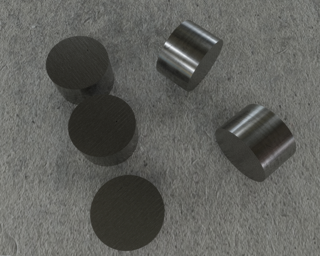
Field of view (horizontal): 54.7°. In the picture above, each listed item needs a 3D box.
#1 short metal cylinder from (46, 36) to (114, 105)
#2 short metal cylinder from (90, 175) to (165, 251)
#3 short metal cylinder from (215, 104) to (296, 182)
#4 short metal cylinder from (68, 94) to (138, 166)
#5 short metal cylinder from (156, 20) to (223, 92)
[{"bbox_3d":[-0.106,-0.077,0.422,0.081,0.050,0.080,0,70,0],"label":"short metal cylinder"},{"bbox_3d":[-0.035,0.099,0.358,0.081,0.050,0.080,0,70,0],"label":"short metal cylinder"},{"bbox_3d":[0.113,0.018,0.373,0.050,0.080,0.080,-37,74,-12],"label":"short metal cylinder"},{"bbox_3d":[-0.069,0.004,0.393,0.081,0.050,0.080,0,70,0],"label":"short metal cylinder"},{"bbox_3d":[0.040,-0.095,0.414,0.050,0.080,0.080,37,74,12],"label":"short metal cylinder"}]
